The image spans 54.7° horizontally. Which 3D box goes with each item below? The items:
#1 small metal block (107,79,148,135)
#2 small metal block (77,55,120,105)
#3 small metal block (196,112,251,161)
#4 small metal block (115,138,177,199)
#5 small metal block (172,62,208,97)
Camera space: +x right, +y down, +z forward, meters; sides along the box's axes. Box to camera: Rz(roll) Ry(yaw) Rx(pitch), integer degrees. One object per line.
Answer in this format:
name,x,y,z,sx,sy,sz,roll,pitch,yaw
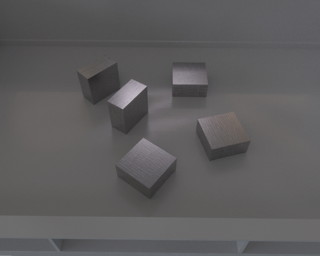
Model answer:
small metal block,-0.041,-0.028,0.412,0.025,0.050,0.050,28,55,21
small metal block,-0.087,-0.069,0.446,0.025,0.050,0.050,38,59,27
small metal block,0.079,0.010,0.397,0.050,0.025,0.050,-12,51,-10
small metal block,-0.016,0.047,0.366,0.050,0.025,0.050,31,56,23
small metal block,0.044,-0.073,0.467,0.050,0.025,0.050,1,50,0
